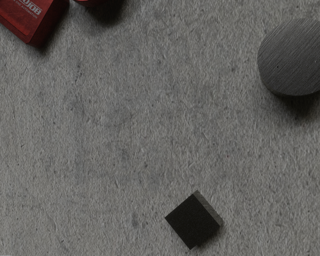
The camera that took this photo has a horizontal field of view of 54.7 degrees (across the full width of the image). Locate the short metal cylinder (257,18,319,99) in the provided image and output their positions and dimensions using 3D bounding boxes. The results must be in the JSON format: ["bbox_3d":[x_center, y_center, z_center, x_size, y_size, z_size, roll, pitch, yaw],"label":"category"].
[{"bbox_3d":[0.151,-0.073,0.343,0.080,0.050,0.080,0,90,20],"label":"short metal cylinder"}]

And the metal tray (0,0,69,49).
[{"bbox_3d":[-0.214,-0.197,0.481,0.130,0.030,0.090,39,102,15],"label":"metal tray"}]

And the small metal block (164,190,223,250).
[{"bbox_3d":[0.043,0.116,0.394,0.050,0.025,0.050,-44,77,14],"label":"small metal block"}]

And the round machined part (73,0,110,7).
[{"bbox_3d":[-0.091,-0.217,0.432,0.098,0.042,0.097,0,90,20],"label":"round machined part"}]
